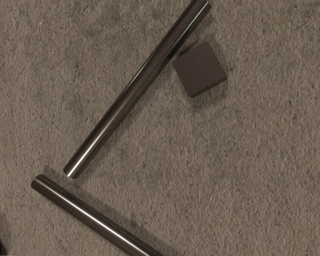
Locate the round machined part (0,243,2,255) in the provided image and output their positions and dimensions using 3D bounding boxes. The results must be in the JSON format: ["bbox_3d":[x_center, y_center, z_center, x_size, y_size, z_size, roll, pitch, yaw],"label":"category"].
[{"bbox_3d":[-0.300,0.206,0.503,0.098,0.042,0.097,0,90,19],"label":"round machined part"}]

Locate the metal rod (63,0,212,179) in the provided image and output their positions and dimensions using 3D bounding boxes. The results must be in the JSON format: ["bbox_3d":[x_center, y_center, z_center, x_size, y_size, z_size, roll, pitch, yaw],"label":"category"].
[{"bbox_3d":[-0.038,-0.047,0.421,0.025,0.025,0.299,43,103,14],"label":"metal rod"}]

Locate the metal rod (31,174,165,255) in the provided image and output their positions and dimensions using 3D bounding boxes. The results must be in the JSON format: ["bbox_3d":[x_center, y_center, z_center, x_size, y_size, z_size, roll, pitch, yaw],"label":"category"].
[{"bbox_3d":[-0.060,0.148,0.428,0.301,0.025,0.025,28,99,17],"label":"metal rod"}]

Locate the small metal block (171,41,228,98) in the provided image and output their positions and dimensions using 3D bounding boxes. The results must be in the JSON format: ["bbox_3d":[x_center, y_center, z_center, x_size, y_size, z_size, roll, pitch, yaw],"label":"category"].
[{"bbox_3d":[0.050,-0.073,0.391,0.050,0.025,0.050,-28,81,17],"label":"small metal block"}]
